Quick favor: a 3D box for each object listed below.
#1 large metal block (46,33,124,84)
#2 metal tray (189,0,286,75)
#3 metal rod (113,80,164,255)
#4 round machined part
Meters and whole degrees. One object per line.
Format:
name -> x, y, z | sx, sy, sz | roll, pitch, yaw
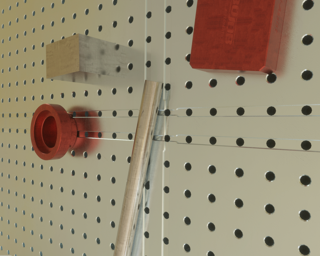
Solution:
large metal block -> -0.112, -0.099, 0.463 | 0.080, 0.081, 0.050 | -2, 89, 39
metal tray -> 0.085, -0.126, 0.335 | 0.090, 0.030, 0.129 | 11, 97, 39
metal rod -> -0.035, 0.082, 0.436 | 0.025, 0.025, 0.298 | 18, 101, 38
round machined part -> -0.184, 0.007, 0.547 | 0.098, 0.042, 0.097 | 0, 90, 39
